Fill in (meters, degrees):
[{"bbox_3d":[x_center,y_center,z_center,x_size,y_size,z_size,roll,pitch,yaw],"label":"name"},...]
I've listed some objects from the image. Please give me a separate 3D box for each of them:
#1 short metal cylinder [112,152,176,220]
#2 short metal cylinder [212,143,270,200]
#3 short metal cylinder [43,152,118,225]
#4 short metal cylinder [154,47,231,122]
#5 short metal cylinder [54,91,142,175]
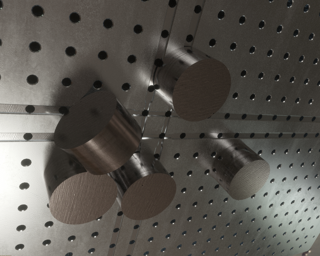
[{"bbox_3d":[-0.024,0.081,0.434,0.081,0.050,0.079,-14,125,-21],"label":"short metal cylinder"},{"bbox_3d":[0.134,0.072,0.516,0.081,0.050,0.079,-14,124,-21],"label":"short metal cylinder"},{"bbox_3d":[-0.100,0.072,0.387,0.081,0.050,0.079,-14,125,-21],"label":"short metal cylinder"},{"bbox_3d":[0.040,-0.055,0.385,0.081,0.050,0.079,-14,124,-21],"label":"short metal cylinder"},{"bbox_3d":[-0.068,0.005,0.343,0.080,0.080,0.050,-39,130,-3],"label":"short metal cylinder"}]
